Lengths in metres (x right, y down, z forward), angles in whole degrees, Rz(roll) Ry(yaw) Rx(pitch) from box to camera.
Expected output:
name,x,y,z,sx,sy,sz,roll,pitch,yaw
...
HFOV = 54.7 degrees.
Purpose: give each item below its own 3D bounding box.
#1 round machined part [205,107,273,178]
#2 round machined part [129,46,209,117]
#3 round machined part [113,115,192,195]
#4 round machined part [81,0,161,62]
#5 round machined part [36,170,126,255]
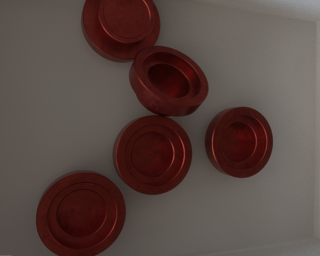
name,x,y,z,sx,sy,sz,roll,pitch,yaw
round machined part,0.107,0.019,0.441,0.099,0.042,0.097,0,90,-20
round machined part,0.008,-0.053,0.388,0.099,0.042,0.098,14,51,-18
round machined part,-0.012,0.033,0.397,0.099,0.042,0.097,0,90,-20
round machined part,-0.045,-0.134,0.384,0.099,0.042,0.097,0,90,-20
round machined part,-0.093,0.099,0.367,0.099,0.042,0.097,0,90,-20
